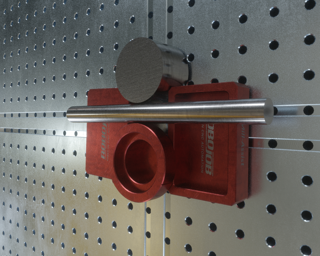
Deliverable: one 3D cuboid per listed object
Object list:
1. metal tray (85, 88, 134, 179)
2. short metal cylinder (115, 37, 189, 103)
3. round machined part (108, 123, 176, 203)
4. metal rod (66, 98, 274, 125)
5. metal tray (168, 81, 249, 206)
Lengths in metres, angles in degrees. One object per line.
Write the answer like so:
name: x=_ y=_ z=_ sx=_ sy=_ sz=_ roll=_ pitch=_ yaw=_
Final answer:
metal tray: x=-0.069 y=0.007 z=0.456 sx=0.090 sy=0.030 sz=0.129 roll=4 pitch=92 yaw=40
short metal cylinder: x=-0.011 y=-0.071 z=0.397 sx=0.080 sy=0.050 sz=0.079 roll=0 pitch=90 yaw=40
round machined part: x=-0.018 y=0.043 z=0.396 sx=0.098 sy=0.042 sz=0.097 roll=0 pitch=90 yaw=40
metal rod: x=-0.016 y=-0.018 z=0.378 sx=0.300 sy=0.025 sz=0.025 roll=1 pitch=91 yaw=39
metal tray: x=0.053 y=0.016 z=0.357 sx=0.090 sy=0.030 sz=0.129 roll=1 pitch=91 yaw=40
